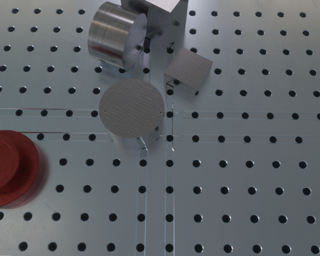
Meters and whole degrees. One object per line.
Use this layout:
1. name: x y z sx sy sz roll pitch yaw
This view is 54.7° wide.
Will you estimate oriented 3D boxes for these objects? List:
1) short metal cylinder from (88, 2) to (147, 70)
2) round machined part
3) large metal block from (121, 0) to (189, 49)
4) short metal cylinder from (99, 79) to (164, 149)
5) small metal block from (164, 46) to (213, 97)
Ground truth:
1. short metal cylinder: -0.057 -0.126 0.428 0.050 0.080 0.080 22 72 7
2. round machined part: -0.200 0.048 0.384 0.099 0.042 0.098 0 70 0
3. large metal block: -0.008 -0.173 0.446 0.080 0.080 0.050 30 73 10
4. short metal cylinder: -0.035 -0.017 0.404 0.081 0.050 0.080 0 70 0
5. small metal block: 0.040 -0.080 0.441 0.050 0.025 0.050 29 72 10
